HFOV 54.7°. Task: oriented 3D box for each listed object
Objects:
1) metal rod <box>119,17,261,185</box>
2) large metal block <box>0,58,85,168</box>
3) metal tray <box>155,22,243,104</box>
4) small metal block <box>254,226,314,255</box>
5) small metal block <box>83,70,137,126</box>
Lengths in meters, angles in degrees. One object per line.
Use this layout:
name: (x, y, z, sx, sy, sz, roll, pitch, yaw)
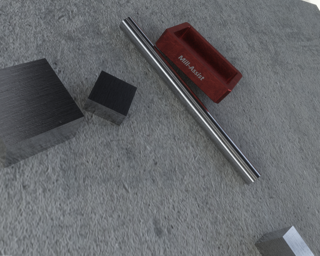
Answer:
metal rod: (0.040, -0.045, 0.454, 0.025, 0.025, 0.300, -32, 80, -38)
large metal block: (-0.140, -0.018, 0.324, 0.081, 0.050, 0.080, -28, 77, -38)
metal tray: (0.065, -0.105, 0.485, 0.130, 0.030, 0.090, 44, 35, 1)
small metal block: (0.154, 0.154, 0.379, 0.025, 0.050, 0.050, -24, 75, -37)
small metal block: (-0.063, -0.038, 0.394, 0.050, 0.025, 0.050, 25, 53, -13)
